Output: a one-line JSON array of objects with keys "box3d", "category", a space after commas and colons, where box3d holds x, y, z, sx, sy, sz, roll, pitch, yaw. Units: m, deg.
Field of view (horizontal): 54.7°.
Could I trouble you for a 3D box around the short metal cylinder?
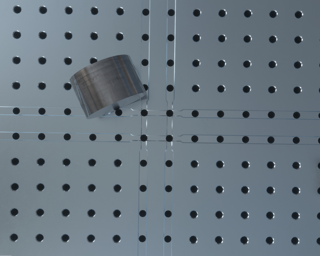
[{"box3d": [-0.064, -0.050, 0.385, 0.080, 0.080, 0.050, -24, 90, 0], "category": "short metal cylinder"}]
